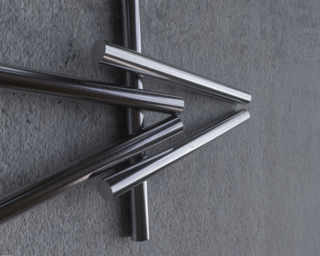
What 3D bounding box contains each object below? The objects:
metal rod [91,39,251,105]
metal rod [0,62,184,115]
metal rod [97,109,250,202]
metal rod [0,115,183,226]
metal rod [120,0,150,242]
[{"bbox_3d":[0.041,-0.064,0.422,0.302,0.025,0.025,7,86,-46],"label":"metal rod"},{"bbox_3d":[-0.102,-0.041,0.304,0.302,0.025,0.025,6,86,-34],"label":"metal rod"},{"bbox_3d":[0.043,0.022,0.424,0.302,0.025,0.025,-23,105,-44],"label":"metal rod"},{"bbox_3d":[-0.095,0.051,0.309,0.302,0.025,0.025,-26,107,-32],"label":"metal rod"},{"bbox_3d":[-0.031,-0.012,0.382,0.025,0.025,0.298,-4,93,-40],"label":"metal rod"}]
